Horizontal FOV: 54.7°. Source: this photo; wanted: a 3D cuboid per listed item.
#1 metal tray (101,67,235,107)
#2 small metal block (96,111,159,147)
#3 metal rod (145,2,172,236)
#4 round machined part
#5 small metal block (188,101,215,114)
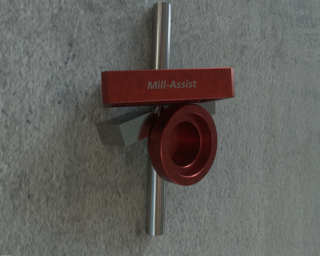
[{"bbox_3d":[0.003,-0.042,0.338,0.131,0.090,0.030,-4,92,-11],"label":"metal tray"},{"bbox_3d":[-0.038,0.000,0.360,0.050,0.050,0.025,-25,106,-38],"label":"small metal block"},{"bbox_3d":[-0.002,-0.013,0.407,0.025,0.025,0.298,3,88,-40],"label":"metal rod"},{"bbox_3d":[0.024,0.019,0.381,0.099,0.042,0.097,-4,96,-42],"label":"round machined part"},{"bbox_3d":[0.040,-0.030,0.426,0.050,0.050,0.025,-2,92,-40],"label":"small metal block"}]
